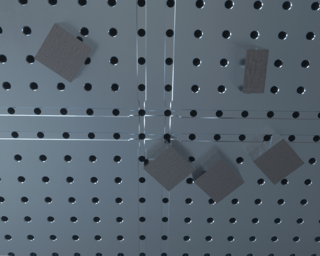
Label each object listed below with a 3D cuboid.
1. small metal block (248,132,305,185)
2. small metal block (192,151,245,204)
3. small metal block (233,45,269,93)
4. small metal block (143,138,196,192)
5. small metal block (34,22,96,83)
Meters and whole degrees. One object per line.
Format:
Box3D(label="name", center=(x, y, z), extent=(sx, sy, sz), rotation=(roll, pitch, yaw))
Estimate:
Box3D(label="small metal block", center=(0.161, 0.042, 0.431), extent=(0.050, 0.025, 0.050), rotation=(-41, 106, 13))
Box3D(label="small metal block", center=(0.082, 0.071, 0.441), extent=(0.050, 0.025, 0.050), rotation=(-42, 105, 13))
Box3D(label="small metal block", center=(0.108, -0.072, 0.375), extent=(0.025, 0.050, 0.050), rotation=(0, 110, 0))
Box3D(label="small metal block", center=(0.013, 0.052, 0.433), extent=(0.050, 0.025, 0.050), rotation=(-42, 105, 13))
Box3D(label="small metal block", center=(-0.115, -0.092, 0.378), extent=(0.050, 0.025, 0.050), rotation=(34, 106, -12))
